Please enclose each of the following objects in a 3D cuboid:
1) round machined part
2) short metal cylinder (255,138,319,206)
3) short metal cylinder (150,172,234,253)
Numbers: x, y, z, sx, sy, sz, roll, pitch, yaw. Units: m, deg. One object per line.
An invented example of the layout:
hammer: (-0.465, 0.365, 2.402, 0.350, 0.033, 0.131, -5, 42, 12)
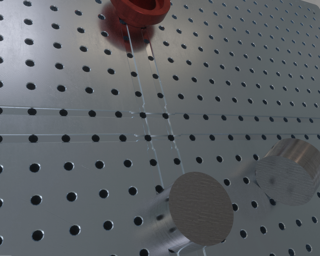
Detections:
round machined part: (-0.036, -0.203, 0.501, 0.099, 0.042, 0.098, 14, 56, -21)
short metal cylinder: (0.182, 0.061, 0.433, 0.050, 0.080, 0.080, -34, 81, -38)
short metal cylinder: (0.035, 0.096, 0.352, 0.081, 0.050, 0.080, 13, 56, -21)
